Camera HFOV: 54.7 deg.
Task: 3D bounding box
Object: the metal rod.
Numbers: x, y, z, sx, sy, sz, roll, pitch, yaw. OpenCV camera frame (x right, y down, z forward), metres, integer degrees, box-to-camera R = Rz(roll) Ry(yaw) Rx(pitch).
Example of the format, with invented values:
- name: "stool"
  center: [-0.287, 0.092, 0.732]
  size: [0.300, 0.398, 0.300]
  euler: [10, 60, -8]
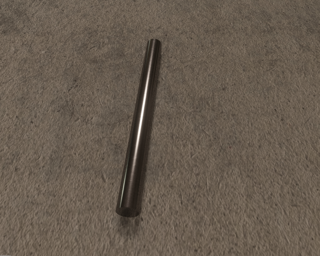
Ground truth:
- name: "metal rod"
  center: [-0.022, -0.025, 0.423]
  size: [0.025, 0.025, 0.300]
  euler: [4, 50, 3]
